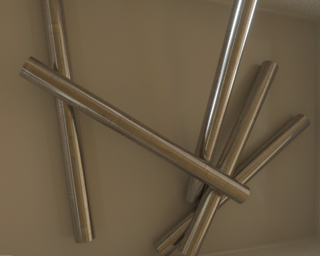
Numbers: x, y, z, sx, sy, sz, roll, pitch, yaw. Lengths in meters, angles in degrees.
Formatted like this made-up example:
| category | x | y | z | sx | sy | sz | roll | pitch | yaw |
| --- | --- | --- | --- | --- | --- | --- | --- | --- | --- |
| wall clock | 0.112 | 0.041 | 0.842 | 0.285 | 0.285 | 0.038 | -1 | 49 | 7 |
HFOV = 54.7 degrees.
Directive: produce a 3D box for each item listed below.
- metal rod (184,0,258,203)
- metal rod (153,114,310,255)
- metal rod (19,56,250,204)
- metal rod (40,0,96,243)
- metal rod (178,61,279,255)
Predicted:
| category | x | y | z | sx | sy | sz | roll | pitch | yaw |
| --- | --- | --- | --- | --- | --- | --- | --- | --- | --- |
| metal rod | 0.073 | -0.040 | 0.377 | 0.025 | 0.025 | 0.298 | 4 | 112 | -20 |
| metal rod | 0.113 | 0.075 | 0.452 | 0.301 | 0.025 | 0.025 | -38 | 102 | -16 |
| metal rod | -0.019 | 0.010 | 0.366 | 0.301 | 0.025 | 0.025 | 31 | 80 | -12 |
| metal rod | -0.110 | -0.013 | 0.369 | 0.025 | 0.025 | 0.298 | -8 | 93 | -20 |
| metal rod | 0.101 | 0.032 | 0.431 | 0.025 | 0.025 | 0.300 | 33 | 73 | -17 |
